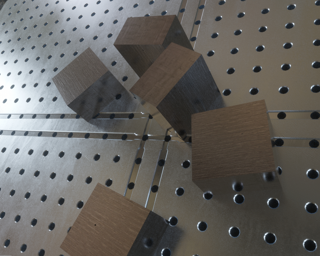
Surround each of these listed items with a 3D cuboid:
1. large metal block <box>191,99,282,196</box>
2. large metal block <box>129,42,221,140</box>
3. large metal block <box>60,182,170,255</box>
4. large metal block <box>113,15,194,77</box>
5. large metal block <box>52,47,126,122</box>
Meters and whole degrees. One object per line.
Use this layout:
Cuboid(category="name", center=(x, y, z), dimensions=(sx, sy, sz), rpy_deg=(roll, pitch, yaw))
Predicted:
Cuboid(category="large metal block", center=(0.081, 0.023, 0.336), dimensions=(0.080, 0.050, 0.080), rpy_deg=(-11, 57, 22))
Cuboid(category="large metal block", center=(0.022, -0.045, 0.390), dimensions=(0.050, 0.080, 0.080), rpy_deg=(34, 81, 38))
Cuboid(category="large metal block", center=(-0.049, 0.119, 0.346), dimensions=(0.080, 0.050, 0.080), rpy_deg=(18, 71, 35))
Cuboid(category="large metal block", center=(-0.005, -0.112, 0.445), dimensions=(0.080, 0.080, 0.050), rpy_deg=(10, 67, 32))
Cuboid(category="large metal block", center=(-0.115, -0.071, 0.497), dimensions=(0.080, 0.050, 0.080), rpy_deg=(-41, 51, 0))
